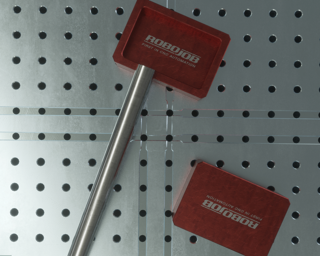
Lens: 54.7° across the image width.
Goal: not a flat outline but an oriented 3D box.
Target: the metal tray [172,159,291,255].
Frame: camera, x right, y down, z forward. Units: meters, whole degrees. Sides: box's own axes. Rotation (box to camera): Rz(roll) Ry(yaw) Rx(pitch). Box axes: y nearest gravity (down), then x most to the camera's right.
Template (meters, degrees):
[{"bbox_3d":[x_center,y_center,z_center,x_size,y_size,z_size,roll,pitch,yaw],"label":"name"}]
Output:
[{"bbox_3d":[0.092,0.108,0.412,0.131,0.030,0.090,24,90,0],"label":"metal tray"}]

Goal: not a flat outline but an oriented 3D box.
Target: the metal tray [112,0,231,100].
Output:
[{"bbox_3d":[0.015,-0.102,0.410,0.131,0.030,0.090,23,90,0],"label":"metal tray"}]

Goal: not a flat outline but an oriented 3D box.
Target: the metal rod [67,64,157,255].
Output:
[{"bbox_3d":[-0.069,0.064,0.397,0.025,0.025,0.298,21,96,0],"label":"metal rod"}]
